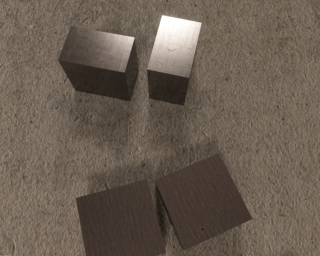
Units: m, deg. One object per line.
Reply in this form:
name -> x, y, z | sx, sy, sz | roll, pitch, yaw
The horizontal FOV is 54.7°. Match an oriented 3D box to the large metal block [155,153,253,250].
large metal block -> 0.047, 0.087, 0.364 | 0.080, 0.050, 0.080 | -22, 72, -8

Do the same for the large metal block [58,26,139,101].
large metal block -> -0.075, -0.082, 0.408 | 0.080, 0.080, 0.050 | 11, 71, 4

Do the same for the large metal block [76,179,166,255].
large metal block -> -0.043, 0.112, 0.354 | 0.081, 0.050, 0.080 | -14, 71, -6

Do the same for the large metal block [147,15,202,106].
large metal block -> 0.018, -0.086, 0.411 | 0.050, 0.080, 0.080 | 12, 71, 4
